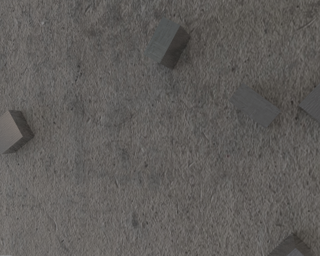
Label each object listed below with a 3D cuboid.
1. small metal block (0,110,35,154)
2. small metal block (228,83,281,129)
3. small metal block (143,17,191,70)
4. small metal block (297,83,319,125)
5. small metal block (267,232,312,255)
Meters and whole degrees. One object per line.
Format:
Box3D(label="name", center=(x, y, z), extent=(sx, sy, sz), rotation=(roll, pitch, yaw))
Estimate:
Box3D(label="small metal block", center=(-0.236, 0.007, 0.492), extent=(0.050, 0.025, 0.050), rotation=(-36, 79, 16))
Box3D(label="small metal block", center=(0.110, -0.024, 0.357), extent=(0.050, 0.050, 0.025), rotation=(41, 103, 15))
Box3D(label="small metal block", center=(0.010, -0.105, 0.392), extent=(0.025, 0.050, 0.050), rotation=(32, 101, 17))
Box3D(label="small metal block", center=(0.190, -0.027, 0.342), extent=(0.050, 0.025, 0.050), rotation=(43, 103, 14))
Box3D(label="small metal block", center=(0.142, 0.150, 0.346), extent=(0.025, 0.050, 0.050), rotation=(44, 104, 15))
